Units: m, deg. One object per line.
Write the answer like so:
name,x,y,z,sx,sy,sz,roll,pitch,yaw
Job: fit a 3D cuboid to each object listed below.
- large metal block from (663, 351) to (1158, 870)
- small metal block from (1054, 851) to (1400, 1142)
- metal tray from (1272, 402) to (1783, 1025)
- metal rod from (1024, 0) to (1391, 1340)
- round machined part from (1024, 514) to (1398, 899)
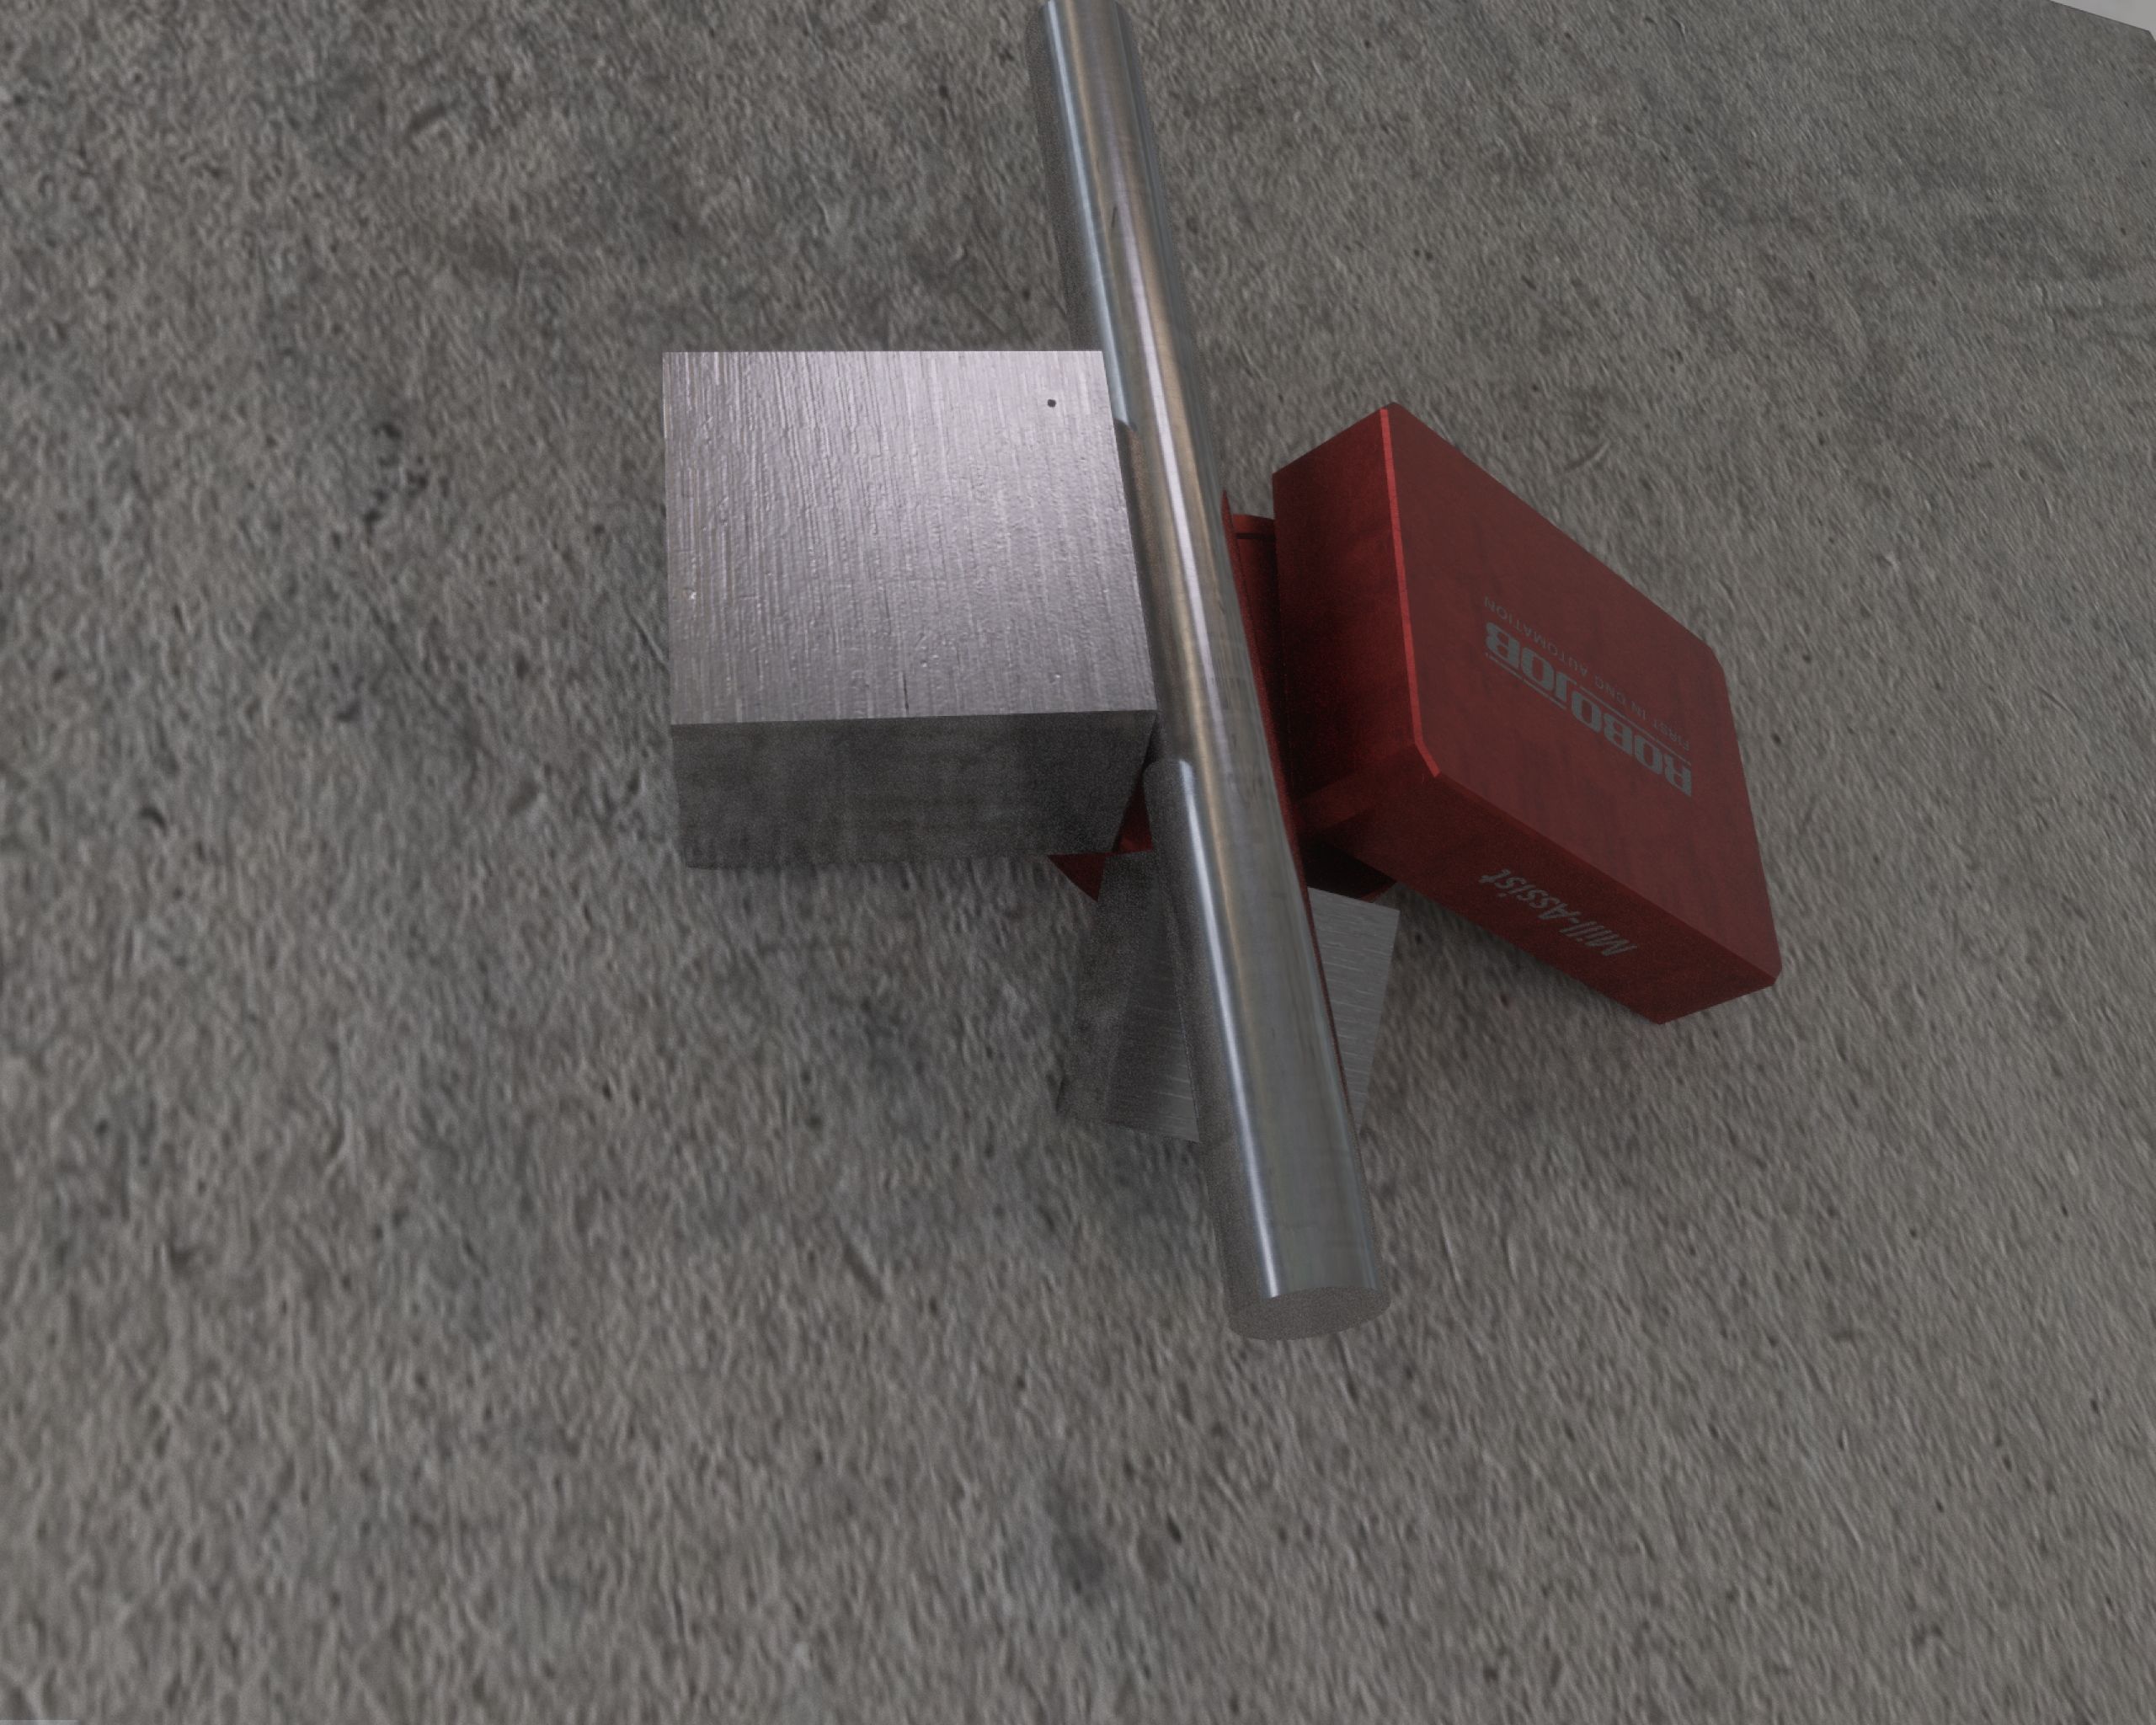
large metal block,-0.034,-0.047,0.386,0.081,0.050,0.080,-2,61,-9
small metal block,0.028,0.028,0.390,0.050,0.025,0.050,14,81,-20
metal tray,0.097,-0.028,0.442,0.131,0.030,0.090,26,51,-38
metal rod,0.018,-0.058,0.397,0.025,0.025,0.299,8,56,-24
round machined part,0.034,-0.033,0.432,0.099,0.042,0.098,14,56,-21
